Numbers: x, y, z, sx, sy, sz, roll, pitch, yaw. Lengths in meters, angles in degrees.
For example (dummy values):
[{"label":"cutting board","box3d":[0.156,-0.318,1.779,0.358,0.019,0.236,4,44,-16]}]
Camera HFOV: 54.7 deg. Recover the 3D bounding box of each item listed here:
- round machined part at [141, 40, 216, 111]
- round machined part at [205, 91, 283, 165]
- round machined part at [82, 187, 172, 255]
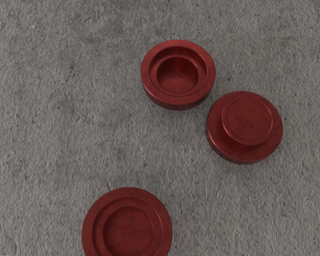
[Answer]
[{"label":"round machined part","box3d":[0.024,-0.068,0.424,0.099,0.042,0.098,0,70,0]},{"label":"round machined part","box3d":[0.110,-0.005,0.401,0.099,0.042,0.098,0,70,0]},{"label":"round machined part","box3d":[-0.036,0.120,0.355,0.099,0.042,0.098,0,70,0]}]
